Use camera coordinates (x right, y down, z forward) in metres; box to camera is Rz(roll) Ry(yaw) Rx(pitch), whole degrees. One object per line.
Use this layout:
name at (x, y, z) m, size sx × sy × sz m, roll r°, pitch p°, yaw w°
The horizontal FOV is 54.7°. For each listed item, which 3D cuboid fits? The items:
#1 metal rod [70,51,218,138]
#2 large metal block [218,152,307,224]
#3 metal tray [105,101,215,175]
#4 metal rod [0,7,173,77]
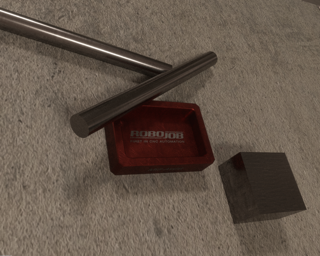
metal rod at (0.004, -0.060, 0.412) m, size 0.025 × 0.025 × 0.302 m, roll 49°, pitch 41°, yaw 5°
large metal block at (0.134, 0.079, 0.414) m, size 0.081 × 0.050 × 0.080 m, roll 3°, pitch 60°, yaw -27°
metal tray at (-0.001, 0.010, 0.394) m, size 0.131 × 0.030 × 0.090 m, roll 2°, pitch 61°, yaw -28°
metal rod at (-0.124, -0.117, 0.409) m, size 0.302 × 0.025 × 0.025 m, roll 14°, pitch 56°, yaw -21°
